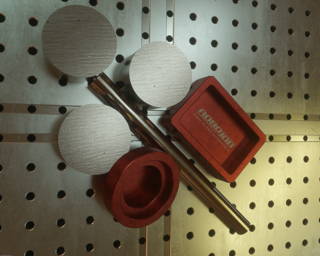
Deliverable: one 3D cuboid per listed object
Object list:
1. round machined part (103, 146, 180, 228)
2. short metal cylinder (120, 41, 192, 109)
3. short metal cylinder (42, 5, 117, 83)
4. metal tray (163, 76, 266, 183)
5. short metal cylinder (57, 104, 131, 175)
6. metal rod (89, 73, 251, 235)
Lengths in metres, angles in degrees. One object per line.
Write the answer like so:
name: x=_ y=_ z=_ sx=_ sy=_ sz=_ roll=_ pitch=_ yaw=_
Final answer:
round machined part: x=-0.026 y=0.069 z=0.383 sx=0.099 sy=0.042 sz=0.097 roll=-14 pitch=113 yaw=-35
short metal cylinder: x=-0.006 y=-0.065 z=0.396 sx=0.081 sy=0.050 sz=0.080 roll=0 pitch=90 yaw=-20
short metal cylinder: x=-0.095 y=-0.096 z=0.364 sx=0.081 sy=0.050 sz=0.080 roll=0 pitch=90 yaw=-20
metal tray: x=0.079 y=0.003 z=0.438 sx=0.130 sy=0.030 sz=0.090 roll=45 pitch=77 yaw=-15
short metal cylinder: x=-0.080 y=0.012 z=0.369 sx=0.081 sy=0.050 sz=0.080 roll=0 pitch=90 yaw=-20
metal rod: x=0.022 y=0.043 z=0.421 sx=0.300 sy=0.025 sz=0.025 roll=46 pitch=76 yaw=-14
